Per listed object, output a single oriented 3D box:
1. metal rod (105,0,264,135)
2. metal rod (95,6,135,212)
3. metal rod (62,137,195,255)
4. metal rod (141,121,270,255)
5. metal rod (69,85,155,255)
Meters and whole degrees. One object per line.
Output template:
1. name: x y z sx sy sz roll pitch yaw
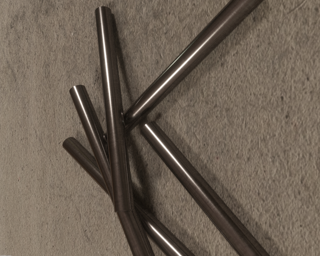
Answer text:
1. metal rod: 0.008 -0.058 0.396 0.299 0.025 0.025 -43 65 31
2. metal rod: -0.065 -0.038 0.427 0.025 0.025 0.299 -24 67 37
3. metal rod: -0.054 0.100 0.447 0.300 0.025 0.025 36 112 33
4. metal rod: 0.071 0.101 0.345 0.300 0.025 0.025 49 119 28
5. metal rod: -0.064 0.068 0.421 0.025 0.025 0.299 -39 66 33
